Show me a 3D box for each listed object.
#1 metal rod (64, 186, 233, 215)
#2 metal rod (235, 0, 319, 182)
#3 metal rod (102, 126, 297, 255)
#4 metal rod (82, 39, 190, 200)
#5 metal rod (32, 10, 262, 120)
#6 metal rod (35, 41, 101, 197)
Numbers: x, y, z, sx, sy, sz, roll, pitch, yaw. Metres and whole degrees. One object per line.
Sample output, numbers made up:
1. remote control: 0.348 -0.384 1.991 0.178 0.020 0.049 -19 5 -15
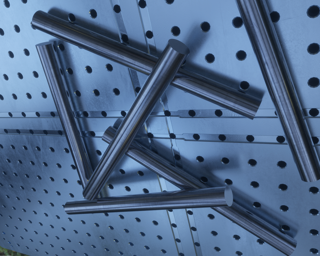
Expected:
1. metal rod: -0.037 0.113 0.466 0.300 0.025 0.025 -13 112 33
2. metal rod: 0.108 -0.073 0.308 0.025 0.025 0.299 -15 111 34
3. metal rod: 0.049 0.084 0.437 0.301 0.025 0.025 31 129 8
4. metal rod: -0.047 0.012 0.410 0.025 0.025 0.298 37 129 3
5. metal rod: -0.026 -0.081 0.375 0.301 0.025 0.025 25 127 13
6. metal rod: -0.136 0.015 0.492 0.025 0.025 0.298 5 121 26
